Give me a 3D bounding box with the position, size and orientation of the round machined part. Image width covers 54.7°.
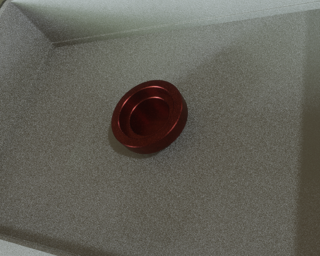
[{"bbox_3d":[-0.010,-0.011,0.400,0.098,0.042,0.098,-13,56,20],"label":"round machined part"}]
